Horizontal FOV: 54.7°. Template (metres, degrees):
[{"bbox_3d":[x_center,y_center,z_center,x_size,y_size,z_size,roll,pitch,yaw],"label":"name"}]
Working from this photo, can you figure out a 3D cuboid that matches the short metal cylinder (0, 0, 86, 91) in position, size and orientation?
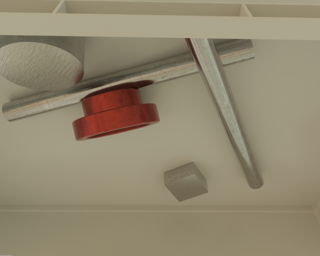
[{"bbox_3d":[-0.115,-0.079,0.304,0.081,0.050,0.080,-4,157,-1],"label":"short metal cylinder"}]

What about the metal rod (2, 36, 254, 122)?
[{"bbox_3d":[-0.045,-0.053,0.362,0.301,0.025,0.025,-13,129,10],"label":"metal rod"}]

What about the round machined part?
[{"bbox_3d":[-0.052,-0.017,0.360,0.098,0.098,0.042,-14,88,11],"label":"round machined part"}]

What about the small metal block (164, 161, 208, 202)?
[{"bbox_3d":[0.040,0.085,0.482,0.050,0.025,0.050,-23,127,18],"label":"small metal block"}]

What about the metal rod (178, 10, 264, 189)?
[{"bbox_3d":[0.089,-0.008,0.382,0.025,0.025,0.299,-19,135,15],"label":"metal rod"}]
